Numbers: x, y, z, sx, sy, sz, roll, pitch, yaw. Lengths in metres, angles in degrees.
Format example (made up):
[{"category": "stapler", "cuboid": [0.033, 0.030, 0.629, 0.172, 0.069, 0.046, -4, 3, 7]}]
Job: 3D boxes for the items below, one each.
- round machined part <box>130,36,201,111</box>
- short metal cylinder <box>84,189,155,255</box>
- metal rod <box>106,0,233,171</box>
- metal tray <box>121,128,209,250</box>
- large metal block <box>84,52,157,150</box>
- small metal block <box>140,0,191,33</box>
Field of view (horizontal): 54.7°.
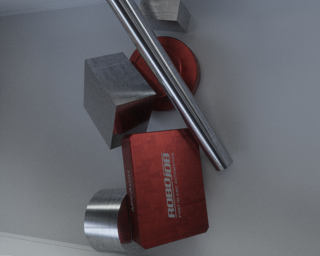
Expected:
[{"category": "round machined part", "cuboid": [0.000, -0.070, 0.401, 0.098, 0.042, 0.097, 0, 90, 19]}, {"category": "short metal cylinder", "cuboid": [-0.049, 0.117, 0.394, 0.050, 0.080, 0.080, -8, 87, 30]}, {"category": "metal rod", "cuboid": [-0.002, -0.074, 0.344, 0.025, 0.025, 0.299, -29, 106, 17]}, {"category": "metal tray", "cuboid": [0.007, 0.068, 0.375, 0.030, 0.091, 0.129, -11, 85, 64]}, {"category": "large metal block", "cuboid": [-0.054, -0.034, 0.384, 0.080, 0.050, 0.079, 53, 147, 28]}, {"category": "small metal block", "cuboid": [0.007, -0.143, 0.394, 0.050, 0.050, 0.025, 11, 94, 19]}]
